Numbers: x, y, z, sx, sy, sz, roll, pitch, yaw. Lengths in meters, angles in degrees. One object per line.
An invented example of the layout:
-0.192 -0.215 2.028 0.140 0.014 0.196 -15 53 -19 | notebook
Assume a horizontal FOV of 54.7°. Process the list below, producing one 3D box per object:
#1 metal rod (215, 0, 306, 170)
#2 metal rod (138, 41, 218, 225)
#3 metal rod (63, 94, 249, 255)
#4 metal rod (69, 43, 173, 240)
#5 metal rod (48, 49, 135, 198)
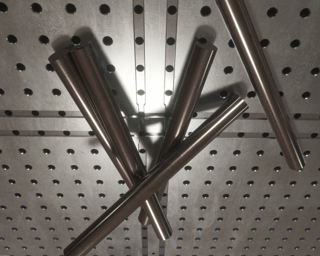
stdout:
0.128 -0.046 0.374 0.025 0.025 0.300 -24 127 18 | metal rod
0.014 0.029 0.419 0.025 0.025 0.298 11 124 -10 | metal rod
-0.008 0.067 0.398 0.300 0.025 0.025 -43 121 4 | metal rod
-0.040 0.037 0.404 0.025 0.025 0.298 -15 118 11 | metal rod
-0.065 0.027 0.433 0.025 0.025 0.299 -14 129 11 | metal rod
